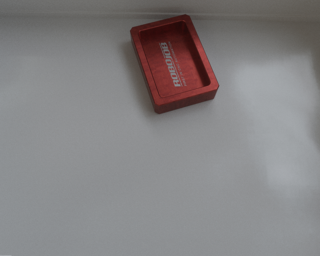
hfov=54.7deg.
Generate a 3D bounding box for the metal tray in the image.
[{"bbox_3d":[0.018,-0.093,0.441,0.091,0.030,0.130,-16,71,-6],"label":"metal tray"}]
